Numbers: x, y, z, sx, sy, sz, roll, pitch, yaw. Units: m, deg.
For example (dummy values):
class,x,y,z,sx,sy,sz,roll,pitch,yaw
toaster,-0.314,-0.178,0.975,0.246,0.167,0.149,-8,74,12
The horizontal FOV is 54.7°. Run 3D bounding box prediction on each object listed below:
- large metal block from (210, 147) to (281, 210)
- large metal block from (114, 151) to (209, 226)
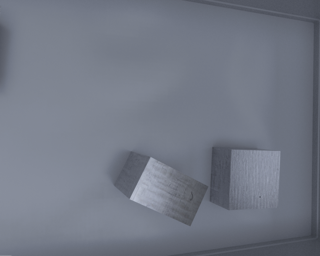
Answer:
class,x,y,z,sx,sy,sz,roll,pitch,yaw
large metal block,0.121,0.070,0.444,0.081,0.050,0.079,3,89,-20
large metal block,-0.002,0.072,0.382,0.080,0.080,0.050,29,81,-18
